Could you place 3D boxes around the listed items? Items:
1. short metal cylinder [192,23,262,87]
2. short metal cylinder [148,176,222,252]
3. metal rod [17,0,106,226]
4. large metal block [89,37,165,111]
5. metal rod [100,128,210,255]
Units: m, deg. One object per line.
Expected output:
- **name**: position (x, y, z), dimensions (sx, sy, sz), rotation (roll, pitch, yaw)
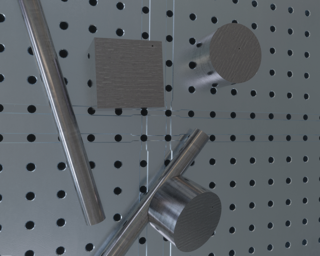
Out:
- **short metal cylinder**: position (0.093, -0.099, 0.433), dimensions (0.081, 0.050, 0.079), rotation (0, 90, -20)
- **short metal cylinder**: position (0.032, 0.108, 0.396), dimensions (0.081, 0.050, 0.079), rotation (-14, 114, -35)
- **metal rod**: position (-0.119, -0.028, 0.368), dimensions (0.025, 0.025, 0.298), rotation (-17, 96, -19)
- **large metal block**: position (-0.043, -0.063, 0.383), dimensions (0.081, 0.050, 0.079), rotation (-3, 91, -20)
- **metal rod**: position (-0.031, 0.124, 0.401), dimensions (0.025, 0.025, 0.300), rotation (42, 77, -16)
